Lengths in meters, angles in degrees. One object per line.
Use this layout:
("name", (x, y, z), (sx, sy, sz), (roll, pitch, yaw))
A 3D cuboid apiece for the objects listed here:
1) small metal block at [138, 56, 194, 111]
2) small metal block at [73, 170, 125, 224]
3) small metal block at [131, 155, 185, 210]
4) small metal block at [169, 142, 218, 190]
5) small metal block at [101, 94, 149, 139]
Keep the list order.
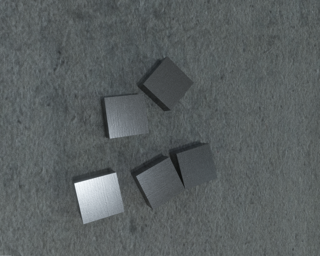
("small metal block", (0.008, -0.058, 0.413), (0.050, 0.025, 0.050), (43, 76, -16))
("small metal block", (-0.076, 0.084, 0.382), (0.050, 0.025, 0.050), (-13, 95, -20))
("small metal block", (-0.002, 0.071, 0.409), (0.050, 0.025, 0.050), (-29, 100, -18))
("small metal block", (0.046, 0.051, 0.427), (0.050, 0.025, 0.050), (-16, 96, -20))
("small metal block", (-0.045, -0.015, 0.393), (0.050, 0.025, 0.050), (-8, 93, -20))
